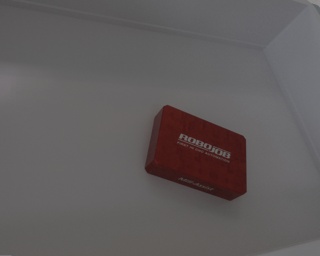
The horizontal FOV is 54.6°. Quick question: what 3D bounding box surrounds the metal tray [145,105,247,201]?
[{"bbox_3d":[0.052,0.033,0.409,0.131,0.030,0.090,21,54,-16],"label":"metal tray"}]
